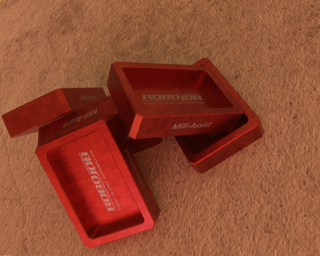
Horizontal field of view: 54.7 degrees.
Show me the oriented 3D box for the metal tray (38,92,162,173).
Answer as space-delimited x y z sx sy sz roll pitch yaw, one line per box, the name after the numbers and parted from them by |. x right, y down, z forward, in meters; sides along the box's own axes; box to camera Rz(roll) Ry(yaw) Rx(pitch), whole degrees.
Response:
-0.074 0.010 0.395 0.130 0.090 0.030 -22 54 14 | metal tray

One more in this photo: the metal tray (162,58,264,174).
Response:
0.053 -0.020 0.385 0.090 0.030 0.130 -33 52 6 | metal tray

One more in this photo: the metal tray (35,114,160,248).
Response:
-0.068 0.061 0.346 0.090 0.030 0.129 -23 98 15 | metal tray

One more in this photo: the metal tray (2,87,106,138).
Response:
-0.136 -0.025 0.429 0.090 0.130 0.030 -22 92 15 | metal tray

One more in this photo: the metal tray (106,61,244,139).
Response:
0.017 -0.034 0.345 0.131 0.030 0.090 -4 46 -28 | metal tray
